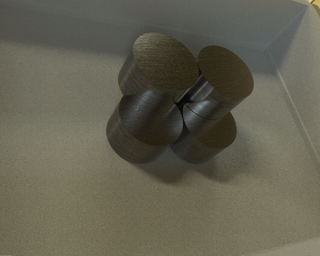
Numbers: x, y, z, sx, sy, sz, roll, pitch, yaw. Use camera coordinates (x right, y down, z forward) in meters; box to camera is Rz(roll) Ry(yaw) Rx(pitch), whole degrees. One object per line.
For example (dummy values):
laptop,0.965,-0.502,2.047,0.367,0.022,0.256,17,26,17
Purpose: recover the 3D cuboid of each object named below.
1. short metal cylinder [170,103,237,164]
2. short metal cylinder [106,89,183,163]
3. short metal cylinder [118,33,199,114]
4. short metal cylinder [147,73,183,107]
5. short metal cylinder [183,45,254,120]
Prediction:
short metal cylinder,0.054,0.002,0.415,0.081,0.050,0.080,14,56,-21
short metal cylinder,-0.019,-0.003,0.379,0.081,0.050,0.080,14,56,-21
short metal cylinder,-0.002,-0.063,0.360,0.081,0.050,0.080,14,56,-21
short metal cylinder,0.005,-0.062,0.428,0.081,0.050,0.080,14,56,-21
short metal cylinder,0.071,-0.058,0.395,0.081,0.050,0.080,14,56,-21
